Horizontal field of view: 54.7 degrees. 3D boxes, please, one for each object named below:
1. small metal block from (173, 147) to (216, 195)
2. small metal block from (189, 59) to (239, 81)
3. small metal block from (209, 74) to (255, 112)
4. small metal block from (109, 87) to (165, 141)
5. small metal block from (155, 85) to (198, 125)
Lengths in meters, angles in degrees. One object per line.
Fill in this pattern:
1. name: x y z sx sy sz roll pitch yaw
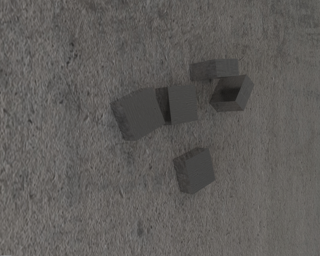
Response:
1. small metal block: 0.050 0.061 0.446 0.050 0.025 0.050 -22 104 -38
2. small metal block: 0.079 -0.085 0.454 0.050 0.050 0.025 -11 98 -39
3. small metal block: 0.111 -0.053 0.481 0.025 0.050 0.050 41 65 -33
4. small metal block: -0.027 -0.018 0.382 0.050 0.025 0.050 -32 110 -35
5. small metal block: 0.024 -0.032 0.424 0.050 0.025 0.050 -11 97 -39
